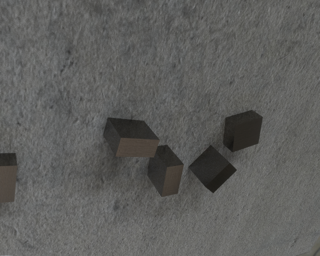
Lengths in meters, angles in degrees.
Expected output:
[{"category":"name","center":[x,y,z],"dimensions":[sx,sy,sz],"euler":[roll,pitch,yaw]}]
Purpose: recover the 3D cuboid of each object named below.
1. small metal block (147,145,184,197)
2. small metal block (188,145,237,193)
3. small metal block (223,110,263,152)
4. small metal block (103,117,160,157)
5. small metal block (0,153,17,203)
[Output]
[{"category":"small metal block","center":[0.006,0.059,0.432],"dimensions":[0.025,0.050,0.050],"euler":[-6,121,-26]},{"category":"small metal block","center":[0.080,0.062,0.475],"dimensions":[0.050,0.050,0.025],"euler":[-45,130,3]},{"category":"small metal block","center":[0.129,0.005,0.482],"dimensions":[0.050,0.025,0.050],"euler":[-16,125,-20]},{"category":"small metal block","center":[-0.036,0.011,0.379],"dimensions":[0.050,0.050,0.025],"euler":[5,116,-31]},{"category":"small metal block","center":[-0.187,0.056,0.340],"dimensions":[0.050,0.025,0.050],"euler":[2,118,-30]}]
